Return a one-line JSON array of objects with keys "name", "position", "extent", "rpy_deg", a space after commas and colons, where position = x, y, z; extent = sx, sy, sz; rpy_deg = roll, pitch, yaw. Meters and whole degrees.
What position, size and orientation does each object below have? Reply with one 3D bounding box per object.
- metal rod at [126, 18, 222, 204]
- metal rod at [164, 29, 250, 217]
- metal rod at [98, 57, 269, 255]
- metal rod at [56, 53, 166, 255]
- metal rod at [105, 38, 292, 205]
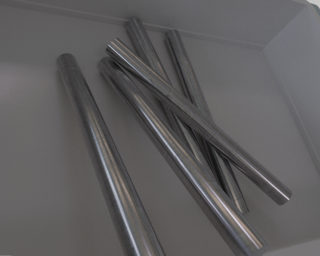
[{"name": "metal rod", "position": [0.016, -0.032, 0.433], "extent": [0.025, 0.025, 0.299], "rpy_deg": [-11, 68, -33]}, {"name": "metal rod", "position": [0.061, -0.022, 0.450], "extent": [0.025, 0.025, 0.299], "rpy_deg": [-4, 64, -30]}, {"name": "metal rod", "position": [0.000, 0.005, 0.327], "extent": [0.025, 0.025, 0.300], "rpy_deg": [-8, 42, -32]}, {"name": "metal rod", "position": [-0.060, 0.007, 0.292], "extent": [0.025, 0.025, 0.300], "rpy_deg": [-1, 38, -29]}, {"name": "metal rod", "position": [0.050, -0.008, 0.403], "extent": [0.300, 0.025, 0.025], "rpy_deg": [42, 51, 0]}]
